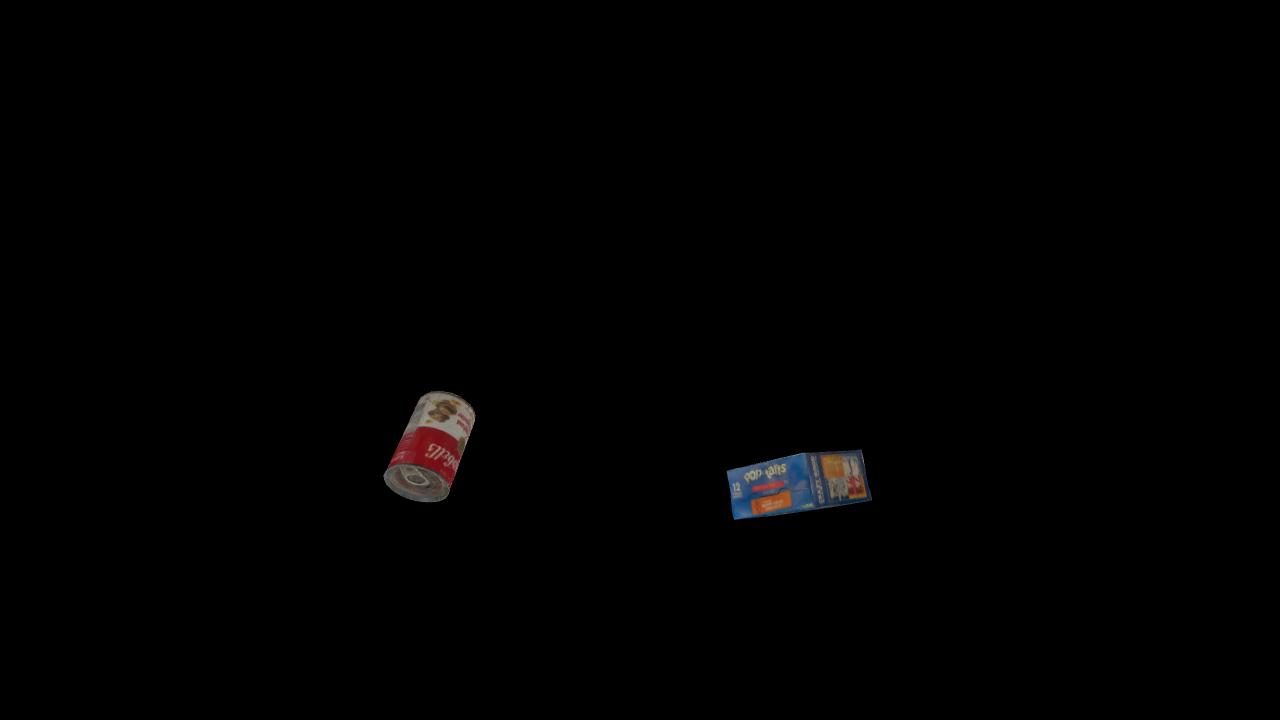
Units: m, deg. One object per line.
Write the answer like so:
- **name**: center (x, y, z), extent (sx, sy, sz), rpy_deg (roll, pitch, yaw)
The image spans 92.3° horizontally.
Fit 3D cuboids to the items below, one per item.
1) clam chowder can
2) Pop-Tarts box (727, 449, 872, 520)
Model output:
- **clam chowder can**: center (-0.224, 0.092, 0.664), extent (0.068, 0.102, 0.068), rpy_deg (3, -45, 3)
- **Pop-Tarts box**: center (0.248, 0.198, 0.971), extent (0.141, 0.083, 0.167), rpy_deg (4, -20, -36)
